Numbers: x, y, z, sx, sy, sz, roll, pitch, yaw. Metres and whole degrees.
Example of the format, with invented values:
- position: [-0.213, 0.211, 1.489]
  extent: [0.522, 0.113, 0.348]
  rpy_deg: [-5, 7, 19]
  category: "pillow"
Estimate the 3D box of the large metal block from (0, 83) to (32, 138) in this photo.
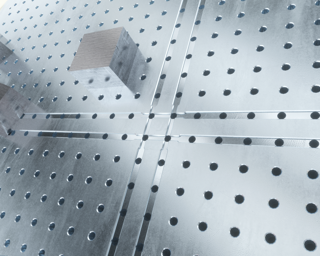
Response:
- position: [-0.302, -0.038, 0.577]
  extent: [0.080, 0.050, 0.080]
  rpy_deg: [20, 72, 35]
  category: "large metal block"

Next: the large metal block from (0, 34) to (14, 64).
- position: [-0.391, -0.198, 0.702]
  extent: [0.050, 0.080, 0.080]
  rpy_deg: [-42, 51, 0]
  category: "large metal block"

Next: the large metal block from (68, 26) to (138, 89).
- position: [-0.092, -0.114, 0.512]
  extent: [0.080, 0.050, 0.080]
  rpy_deg: [-1, 61, 28]
  category: "large metal block"
